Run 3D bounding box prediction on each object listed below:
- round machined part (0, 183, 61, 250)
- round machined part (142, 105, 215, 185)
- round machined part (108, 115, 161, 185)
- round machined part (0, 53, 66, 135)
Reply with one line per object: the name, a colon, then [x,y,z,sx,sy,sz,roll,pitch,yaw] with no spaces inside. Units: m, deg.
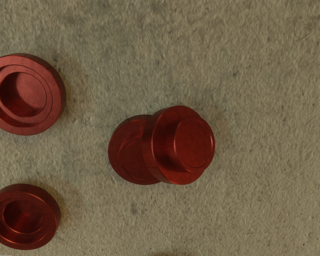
round machined part: [-0.191,0.121,0.443,0.099,0.042,0.097,0,110,-1]
round machined part: [0.029,0.020,0.379,0.099,0.042,0.097,5,82,-39]
round machined part: [-0.021,0.034,0.413,0.099,0.042,0.097,0,110,-1]
round machined part: [-0.165,-0.043,0.382,0.099,0.042,0.097,0,110,-1]
